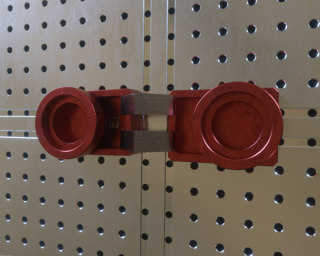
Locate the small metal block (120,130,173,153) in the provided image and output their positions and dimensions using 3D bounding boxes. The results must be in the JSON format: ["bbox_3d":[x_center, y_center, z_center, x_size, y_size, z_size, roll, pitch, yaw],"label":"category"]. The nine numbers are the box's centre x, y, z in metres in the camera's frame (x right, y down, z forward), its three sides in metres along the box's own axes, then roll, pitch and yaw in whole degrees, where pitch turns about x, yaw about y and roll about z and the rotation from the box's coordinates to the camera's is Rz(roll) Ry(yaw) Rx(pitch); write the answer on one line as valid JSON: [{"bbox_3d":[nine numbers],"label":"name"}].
[{"bbox_3d":[-0.018,0.016,0.390,0.050,0.050,0.025,-178,89,-64],"label":"small metal block"}]

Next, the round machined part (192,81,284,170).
[{"bbox_3d":[0.090,-0.003,0.358,0.098,0.042,0.097,0,90,20],"label":"round machined part"}]

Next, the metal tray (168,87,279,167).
[{"bbox_3d":[0.077,-0.002,0.383,0.130,0.030,0.089,1,90,19],"label":"metal tray"}]

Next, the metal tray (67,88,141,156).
[{"bbox_3d":[-0.094,-0.008,0.444,0.130,0.030,0.089,-1,92,20],"label":"metal tray"}]

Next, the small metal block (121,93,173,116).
[{"bbox_3d":[-0.017,-0.029,0.390,0.050,0.050,0.025,-178,89,-64],"label":"small metal block"}]

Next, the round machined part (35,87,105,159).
[{"bbox_3d":[-0.120,-0.007,0.433,0.098,0.042,0.097,0,90,20],"label":"round machined part"}]
